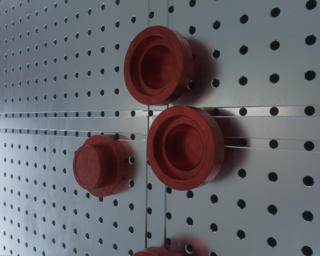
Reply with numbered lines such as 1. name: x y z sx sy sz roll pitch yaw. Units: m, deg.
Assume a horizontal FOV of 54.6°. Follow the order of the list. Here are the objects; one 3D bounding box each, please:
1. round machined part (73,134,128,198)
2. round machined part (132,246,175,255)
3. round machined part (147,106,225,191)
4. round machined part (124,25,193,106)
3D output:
1. round machined part: -0.098 0.059 0.481 0.098 0.042 0.097 0 90 40
2. round machined part: 0.003 0.201 0.397 0.098 0.042 0.097 0 90 40
3. round machined part: 0.034 0.023 0.371 0.098 0.042 0.097 0 90 40
4. round machined part: 0.002 -0.077 0.397 0.098 0.042 0.097 0 90 40
